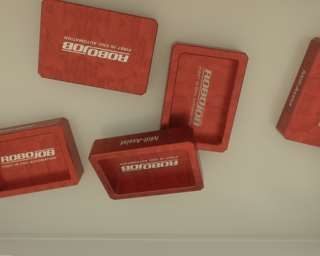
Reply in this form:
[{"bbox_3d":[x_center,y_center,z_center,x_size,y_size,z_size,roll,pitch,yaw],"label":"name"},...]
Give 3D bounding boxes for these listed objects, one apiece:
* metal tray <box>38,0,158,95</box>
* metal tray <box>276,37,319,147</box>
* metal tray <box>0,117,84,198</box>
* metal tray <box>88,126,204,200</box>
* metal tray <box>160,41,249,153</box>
[{"bbox_3d":[-0.074,-0.096,0.372,0.131,0.030,0.089,10,110,-4],"label":"metal tray"},{"bbox_3d":[0.217,-0.040,0.396,0.091,0.030,0.129,13,110,-5],"label":"metal tray"},{"bbox_3d":[-0.181,0.042,0.422,0.131,0.030,0.089,-10,110,3],"label":"metal tray"},{"bbox_3d":[-0.014,0.049,0.403,0.131,0.030,0.090,-9,129,10],"label":"metal tray"},{"bbox_3d":[0.051,-0.037,0.394,0.091,0.030,0.129,7,110,-3],"label":"metal tray"}]
